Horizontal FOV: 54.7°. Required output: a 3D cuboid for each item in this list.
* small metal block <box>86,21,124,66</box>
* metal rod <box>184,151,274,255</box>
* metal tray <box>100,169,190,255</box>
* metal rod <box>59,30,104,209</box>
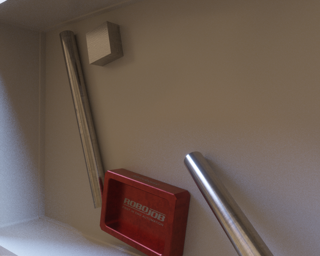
[{"bbox_3d":[-0.085,-0.128,0.475,0.050,0.025,0.050,-14,81,39],"label":"small metal block"},{"bbox_3d":[0.085,0.115,0.253,0.025,0.025,0.300,-62,30,21],"label":"metal rod"},{"bbox_3d":[-0.025,0.114,0.422,0.130,0.030,0.089,11,97,39],"label":"metal tray"},{"bbox_3d":[-0.125,-0.021,0.506,0.025,0.025,0.299,-23,75,37],"label":"metal rod"}]
